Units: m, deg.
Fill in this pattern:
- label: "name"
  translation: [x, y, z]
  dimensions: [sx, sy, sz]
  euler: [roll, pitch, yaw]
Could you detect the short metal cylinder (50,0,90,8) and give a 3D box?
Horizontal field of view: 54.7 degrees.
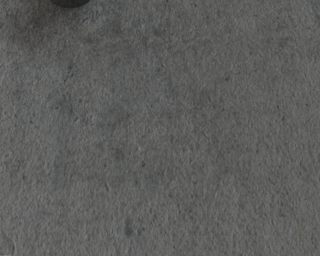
- label: "short metal cylinder"
  translation: [-0.144, -0.235, 0.479]
  dimensions: [0.081, 0.050, 0.080]
  euler: [0, 70, 0]
